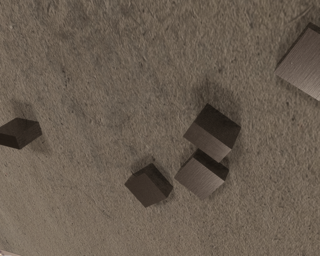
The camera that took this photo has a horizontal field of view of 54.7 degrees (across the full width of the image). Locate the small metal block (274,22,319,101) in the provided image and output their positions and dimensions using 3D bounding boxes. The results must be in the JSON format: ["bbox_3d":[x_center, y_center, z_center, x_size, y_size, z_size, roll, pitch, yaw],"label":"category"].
[{"bbox_3d":[0.146,-0.062,0.291,0.050,0.025,0.050,34,129,5],"label":"small metal block"}]

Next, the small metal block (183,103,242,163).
[{"bbox_3d":[0.062,0.004,0.360,0.050,0.050,0.025,37,129,3],"label":"small metal block"}]

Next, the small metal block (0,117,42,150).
[{"bbox_3d":[-0.237,0.008,0.518,0.050,0.050,0.025,10,123,22],"label":"small metal block"}]

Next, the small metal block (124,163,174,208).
[{"bbox_3d":[-0.017,0.087,0.468,0.050,0.025,0.050,-34,100,38],"label":"small metal block"}]

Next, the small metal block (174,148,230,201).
[{"bbox_3d":[0.055,0.062,0.415,0.050,0.025,0.050,37,129,2],"label":"small metal block"}]
